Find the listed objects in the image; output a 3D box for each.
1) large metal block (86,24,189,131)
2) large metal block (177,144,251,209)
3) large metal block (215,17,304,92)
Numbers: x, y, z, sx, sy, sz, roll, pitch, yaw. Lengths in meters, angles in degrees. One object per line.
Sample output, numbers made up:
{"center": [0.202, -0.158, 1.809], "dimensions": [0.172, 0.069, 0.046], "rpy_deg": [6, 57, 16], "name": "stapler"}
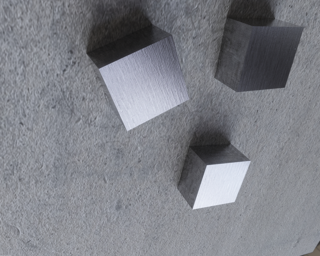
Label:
{"center": [-0.022, -0.056, 0.343], "dimensions": [0.080, 0.050, 0.080], "rpy_deg": [-28, 128, -11], "name": "large metal block"}
{"center": [0.082, 0.073, 0.480], "dimensions": [0.081, 0.050, 0.079], "rpy_deg": [-2, 119, -28], "name": "large metal block"}
{"center": [0.125, -0.096, 0.399], "dimensions": [0.081, 0.050, 0.079], "rpy_deg": [-8, 122, -24], "name": "large metal block"}
